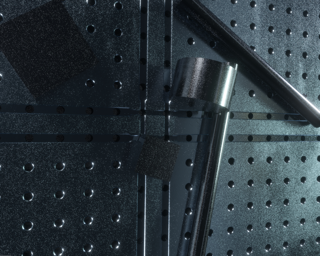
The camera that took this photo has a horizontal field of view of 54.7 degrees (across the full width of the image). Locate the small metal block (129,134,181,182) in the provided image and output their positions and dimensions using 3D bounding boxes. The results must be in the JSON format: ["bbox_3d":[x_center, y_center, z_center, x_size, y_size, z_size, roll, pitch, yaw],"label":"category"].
[{"bbox_3d":[-0.007,0.039,0.411,0.050,0.025,0.050,20,83,-19],"label":"small metal block"}]

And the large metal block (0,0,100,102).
[{"bbox_3d":[-0.129,-0.086,0.352,0.080,0.050,0.080,-35,102,-17],"label":"large metal block"}]

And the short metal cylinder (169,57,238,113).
[{"bbox_3d":[0.056,-0.054,0.405,0.081,0.080,0.050,15,85,-20],"label":"short metal cylinder"}]

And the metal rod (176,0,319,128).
[{"bbox_3d":[0.148,-0.094,0.468,0.301,0.025,0.025,36,79,-17],"label":"metal rod"}]

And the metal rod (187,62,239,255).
[{"bbox_3d":[0.074,0.054,0.441,0.025,0.025,0.298,12,86,-20],"label":"metal rod"}]
